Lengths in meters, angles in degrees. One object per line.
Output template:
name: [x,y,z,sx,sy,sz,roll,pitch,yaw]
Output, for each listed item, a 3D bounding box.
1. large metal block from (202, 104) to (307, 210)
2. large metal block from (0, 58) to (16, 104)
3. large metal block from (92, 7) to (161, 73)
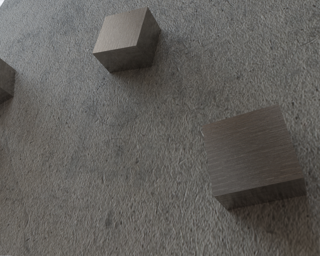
large metal block: [0.095,0.032,0.319,0.080,0.050,0.080,-17,55,18]
large metal block: [-0.343,-0.087,0.622,0.080,0.050,0.080,-26,53,12]
large metal block: [-0.052,-0.141,0.502,0.080,0.050,0.080,-2,61,27]
